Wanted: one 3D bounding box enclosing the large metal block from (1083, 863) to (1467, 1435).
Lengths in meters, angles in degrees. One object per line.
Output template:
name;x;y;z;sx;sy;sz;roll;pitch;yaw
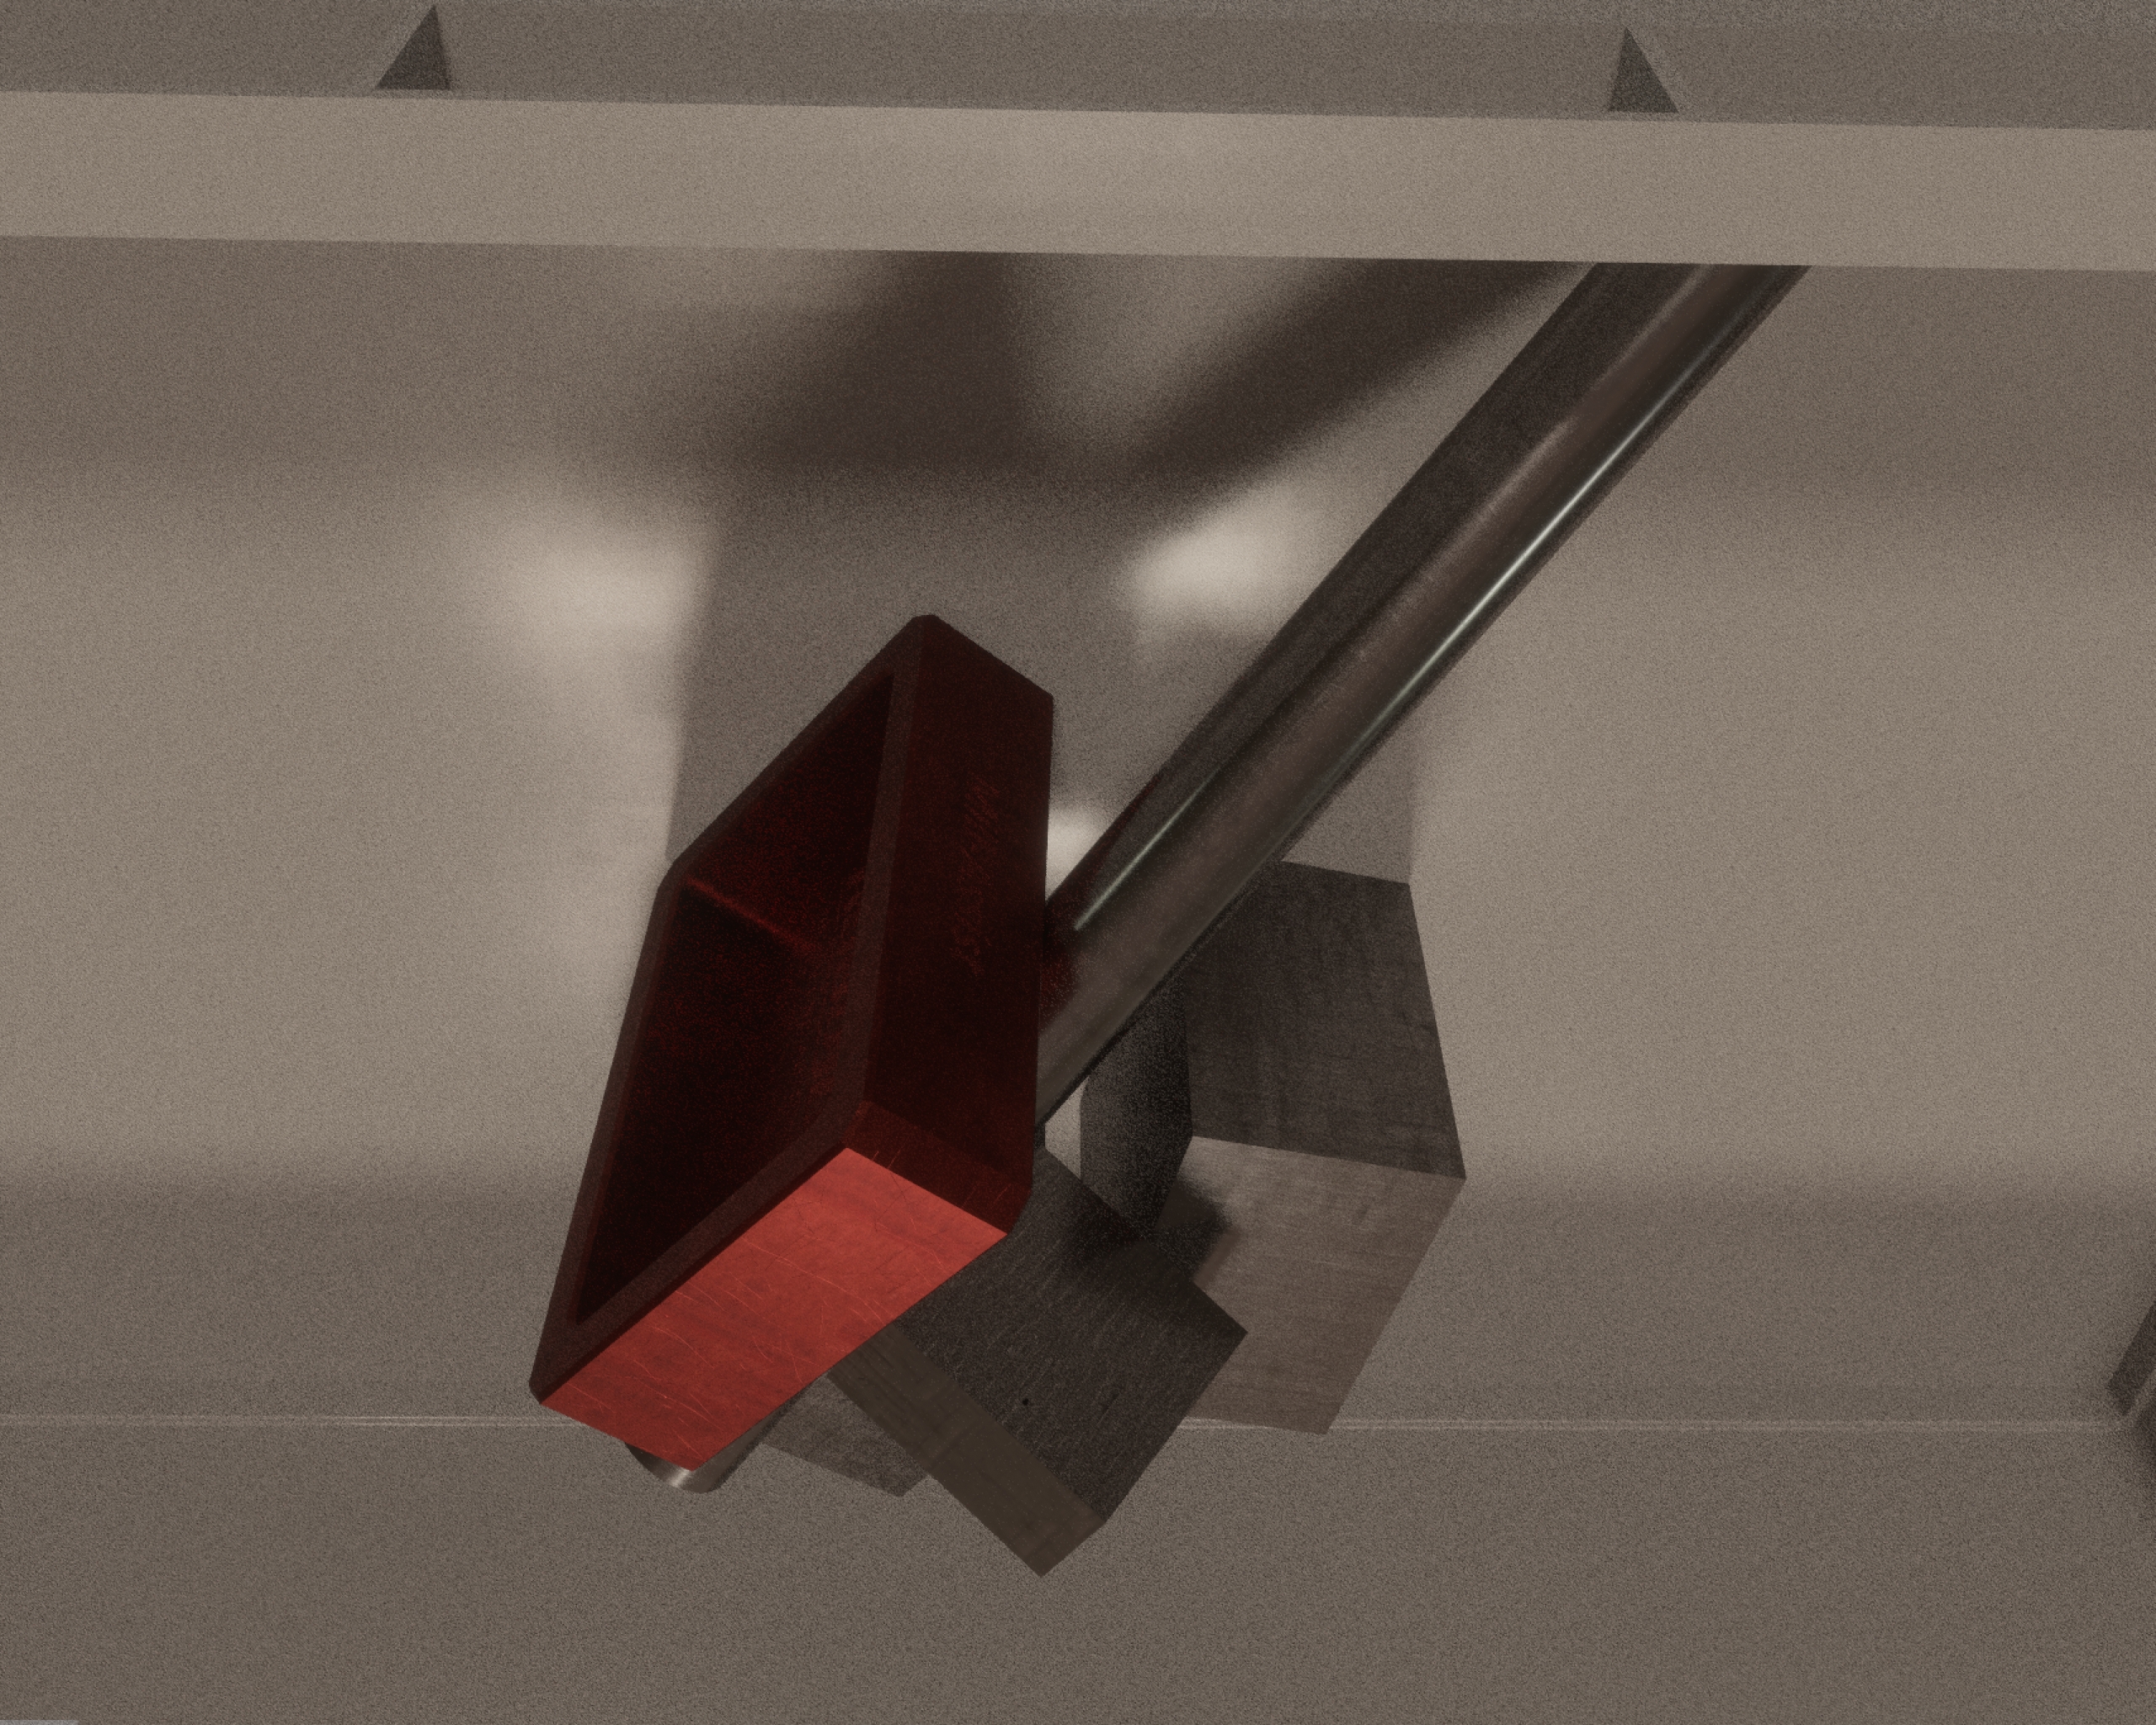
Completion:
large metal block;0.035;0.055;0.420;0.050;0.080;0.079;10;129;-9

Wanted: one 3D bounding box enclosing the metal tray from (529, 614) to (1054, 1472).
metal tray;-0.046;0.026;0.360;0.030;0.130;0.090;34;123;-24

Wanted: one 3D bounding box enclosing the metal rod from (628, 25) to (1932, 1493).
metal rod;0.022;-0.006;0.344;0.025;0.025;0.299;34;105;-26

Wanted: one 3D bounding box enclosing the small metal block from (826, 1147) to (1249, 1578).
small metal block;-0.006;0.087;0.367;0.050;0.050;0.025;42;133;6

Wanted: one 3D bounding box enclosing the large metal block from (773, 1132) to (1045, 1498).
large metal block;-0.054;0.073;0.434;0.080;0.080;0.050;29;124;-23
